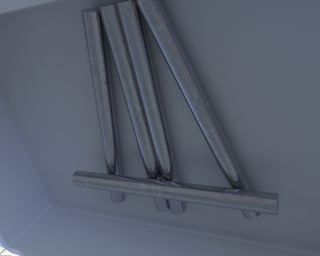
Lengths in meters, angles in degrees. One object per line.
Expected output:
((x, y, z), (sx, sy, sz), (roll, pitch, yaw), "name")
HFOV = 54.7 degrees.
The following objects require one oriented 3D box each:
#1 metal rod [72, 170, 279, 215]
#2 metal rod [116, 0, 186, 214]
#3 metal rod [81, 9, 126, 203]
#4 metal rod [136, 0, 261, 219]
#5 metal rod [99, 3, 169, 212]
((0.002, 0.084, 0.424), (0.300, 0.025, 0.025), (2, 119, 27), "metal rod")
((-0.004, -0.009, 0.404), (0.025, 0.025, 0.298), (1, 119, 28), "metal rod")
((-0.075, -0.011, 0.440), (0.025, 0.025, 0.298), (11, 124, 22), "metal rod")
((0.054, -0.014, 0.370), (0.025, 0.025, 0.299), (-17, 110, 35), "metal rod")
((-0.026, -0.009, 0.415), (0.025, 0.025, 0.298), (1, 119, 28), "metal rod")
